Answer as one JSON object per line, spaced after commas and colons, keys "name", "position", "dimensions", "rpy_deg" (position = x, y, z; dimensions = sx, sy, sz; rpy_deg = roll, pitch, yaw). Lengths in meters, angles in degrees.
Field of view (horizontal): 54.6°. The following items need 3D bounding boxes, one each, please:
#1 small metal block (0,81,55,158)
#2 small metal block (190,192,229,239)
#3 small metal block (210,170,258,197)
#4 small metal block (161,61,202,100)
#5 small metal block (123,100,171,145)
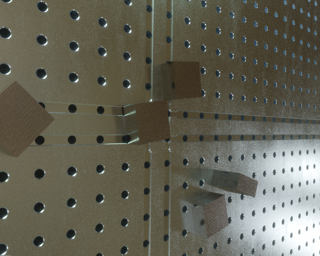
{"name": "small metal block", "position": [-0.139, -0.008, 0.292], "dimensions": [0.050, 0.025, 0.050], "rpy_deg": [51, 60, -28]}
{"name": "small metal block", "position": [0.076, 0.132, 0.472], "dimensions": [0.050, 0.025, 0.050], "rpy_deg": [-15, 100, -39]}
{"name": "small metal block", "position": [0.117, 0.087, 0.490], "dimensions": [0.050, 0.050, 0.025], "rpy_deg": [26, 74, -37]}
{"name": "small metal block", "position": [0.030, -0.066, 0.433], "dimensions": [0.050, 0.025, 0.050], "rpy_deg": [-9, 96, -40]}
{"name": "small metal block", "position": [-0.016, -0.008, 0.395], "dimensions": [0.050, 0.025, 0.050], "rpy_deg": [-11, 97, -39]}
